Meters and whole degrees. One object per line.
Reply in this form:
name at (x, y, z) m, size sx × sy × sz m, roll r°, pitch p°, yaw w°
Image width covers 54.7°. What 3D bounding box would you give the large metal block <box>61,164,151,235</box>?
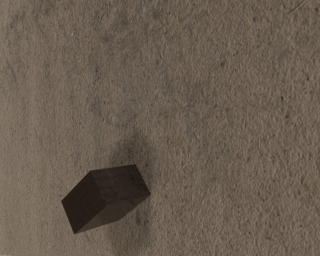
large metal block at (-0.074, 0.097, 0.428) m, size 0.080 × 0.081 × 0.050 m, roll -44°, pitch 64°, yaw 31°
